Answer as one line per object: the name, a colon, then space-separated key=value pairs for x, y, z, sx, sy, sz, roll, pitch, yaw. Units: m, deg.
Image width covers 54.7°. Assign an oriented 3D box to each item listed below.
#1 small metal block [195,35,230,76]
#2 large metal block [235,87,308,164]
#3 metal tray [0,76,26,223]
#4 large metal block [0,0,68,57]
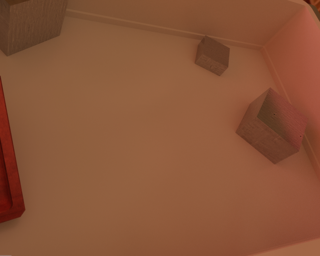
small metal block: x=0.091 y=-0.124 z=0.533 sx=0.050 sy=0.025 sz=0.050 roll=24 pitch=53 yaw=-14
large metal block: x=0.178 y=-0.004 z=0.491 sx=0.080 sy=0.050 sz=0.080 roll=39 pitch=51 yaw=-2
metal tray: x=-0.172 y=0.022 z=0.254 sx=0.091 sy=0.030 sz=0.129 roll=-12 pitch=100 yaw=-34
large metal block: x=-0.162 y=-0.143 z=0.371 sx=0.050 sy=0.080 sz=0.080 roll=46 pitch=51 yaw=3
